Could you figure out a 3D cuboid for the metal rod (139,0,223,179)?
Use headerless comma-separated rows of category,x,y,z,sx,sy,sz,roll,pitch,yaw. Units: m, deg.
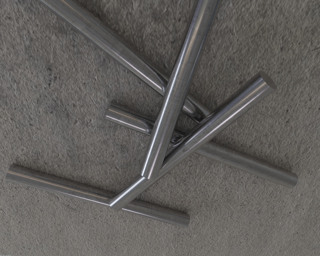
metal rod,0.027,-0.064,0.326,0.025,0.025,0.298,12,121,-11

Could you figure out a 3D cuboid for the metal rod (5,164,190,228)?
metal rod,-0.089,0.115,0.503,0.302,0.025,0.025,20,127,-17

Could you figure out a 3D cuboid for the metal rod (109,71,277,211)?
metal rod,0.021,0.035,0.402,0.025,0.025,0.299,30,128,-23

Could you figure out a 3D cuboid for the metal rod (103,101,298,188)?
metal rod,0.068,0.029,0.432,0.302,0.025,0.025,21,127,-17

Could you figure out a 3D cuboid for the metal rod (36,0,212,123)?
metal rod,-0.035,-0.079,0.339,0.301,0.025,0.025,35,122,-26
